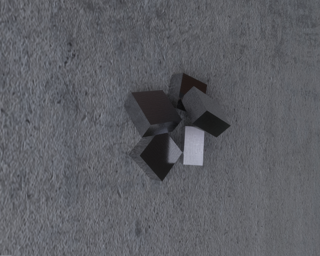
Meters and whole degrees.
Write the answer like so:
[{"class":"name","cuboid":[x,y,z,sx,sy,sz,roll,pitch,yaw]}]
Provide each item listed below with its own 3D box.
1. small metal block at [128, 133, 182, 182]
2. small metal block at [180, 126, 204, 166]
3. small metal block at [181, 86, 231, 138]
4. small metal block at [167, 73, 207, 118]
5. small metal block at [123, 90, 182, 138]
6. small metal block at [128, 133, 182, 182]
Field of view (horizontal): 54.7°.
[{"class":"small metal block","cuboid":[-0.005,0.033,0.404,0.050,0.025,0.050,-53,121,-27]},{"class":"small metal block","cuboid":[0.043,0.024,0.426,0.025,0.050,0.050,4,87,-2]},{"class":"small metal block","cuboid":[0.060,-0.021,0.408,0.050,0.025,0.050,27,30,-37]},{"class":"small metal block","cuboid":[0.037,-0.045,0.440,0.050,0.025,0.050,18,79,-39]},{"class":"small metal block","cuboid":[-0.009,-0.019,0.384,0.050,0.025,0.050,-10,59,-40]},{"class":"small metal block","cuboid":[-0.005,0.033,0.404,0.050,0.025,0.050,-53,121,-27]}]
